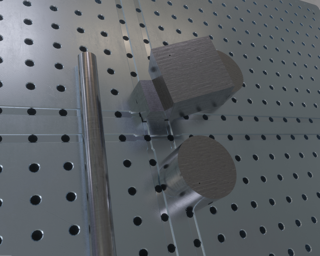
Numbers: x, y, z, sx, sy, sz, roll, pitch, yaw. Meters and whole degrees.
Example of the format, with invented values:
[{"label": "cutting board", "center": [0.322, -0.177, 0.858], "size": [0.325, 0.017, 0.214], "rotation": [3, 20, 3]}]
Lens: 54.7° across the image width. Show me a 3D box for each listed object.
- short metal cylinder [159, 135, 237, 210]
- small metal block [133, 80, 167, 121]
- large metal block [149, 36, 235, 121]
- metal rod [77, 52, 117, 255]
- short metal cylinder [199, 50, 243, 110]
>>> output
[{"label": "short metal cylinder", "center": [0.046, 0.056, 0.383], "size": [0.081, 0.050, 0.080], "rotation": [14, 56, -21]}, {"label": "small metal block", "center": [-0.004, -0.039, 0.430], "size": [0.050, 0.025, 0.050], "rotation": [-5, 64, -31]}, {"label": "large metal block", "center": [0.037, -0.065, 0.404], "size": [0.081, 0.050, 0.080], "rotation": [-17, 69, -13]}, {"label": "metal rod", "center": [-0.072, 0.039, 0.345], "size": [0.025, 0.025, 0.299], "rotation": [3, 60, -27]}, {"label": "short metal cylinder", "center": [0.081, -0.075, 0.482], "size": [0.081, 0.050, 0.080], "rotation": [14, 56, -21]}]
